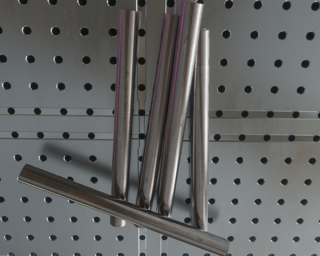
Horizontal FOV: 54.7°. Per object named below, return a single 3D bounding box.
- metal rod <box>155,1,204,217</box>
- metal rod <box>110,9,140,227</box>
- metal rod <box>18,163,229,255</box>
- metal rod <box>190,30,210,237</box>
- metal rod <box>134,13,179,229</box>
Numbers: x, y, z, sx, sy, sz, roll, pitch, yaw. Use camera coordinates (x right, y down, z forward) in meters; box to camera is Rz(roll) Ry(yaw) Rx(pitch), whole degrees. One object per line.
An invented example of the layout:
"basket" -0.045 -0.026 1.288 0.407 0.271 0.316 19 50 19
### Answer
"metal rod" 0.020 -0.003 0.400 0.025 0.025 0.298 5 115 -3
"metal rod" -0.049 0.002 0.413 0.025 0.025 0.298 5 110 -2
"metal rod" -0.042 0.116 0.427 0.302 0.025 0.025 23 108 -9
"metal rod" 0.054 0.022 0.422 0.025 0.025 0.298 -3 110 0
"metal rod" -0.006 0.005 0.415 0.025 0.025 0.298 8 110 -4
